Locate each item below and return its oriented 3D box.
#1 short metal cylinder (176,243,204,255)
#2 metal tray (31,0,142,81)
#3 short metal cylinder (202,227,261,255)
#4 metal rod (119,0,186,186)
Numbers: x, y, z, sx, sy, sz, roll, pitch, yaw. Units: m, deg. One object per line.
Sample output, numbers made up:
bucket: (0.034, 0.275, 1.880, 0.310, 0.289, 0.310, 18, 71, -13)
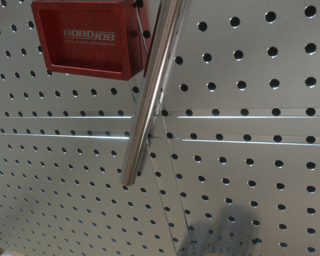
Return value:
short metal cylinder: (0.058, 0.238, 0.510, 0.080, 0.050, 0.079, 13, 124, 20)
metal tray: (-0.090, -0.112, 0.384, 0.130, 0.030, 0.089, 10, 123, 22)
short metal cylinder: (0.104, 0.196, 0.460, 0.080, 0.050, 0.079, 13, 124, 20)
metal rod: (-0.017, -0.033, 0.398, 0.025, 0.025, 0.298, 26, 127, 12)
